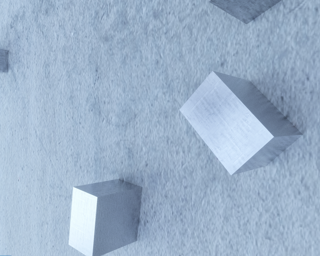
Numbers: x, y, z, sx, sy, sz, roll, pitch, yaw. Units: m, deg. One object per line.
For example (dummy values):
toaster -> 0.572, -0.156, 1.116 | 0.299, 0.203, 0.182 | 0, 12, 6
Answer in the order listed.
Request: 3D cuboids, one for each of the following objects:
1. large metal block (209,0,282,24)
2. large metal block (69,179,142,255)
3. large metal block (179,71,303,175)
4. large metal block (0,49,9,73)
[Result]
large metal block -> 0.075, -0.161, 0.306 | 0.050, 0.081, 0.080 | -30, 71, 36
large metal block -> -0.074, 0.120, 0.428 | 0.050, 0.081, 0.079 | 10, 96, 39
large metal block -> 0.080, -0.006, 0.302 | 0.050, 0.081, 0.080 | -51, 61, 28
large metal block -> -0.399, -0.153, 0.693 | 0.080, 0.081, 0.050 | 6, 94, 39
